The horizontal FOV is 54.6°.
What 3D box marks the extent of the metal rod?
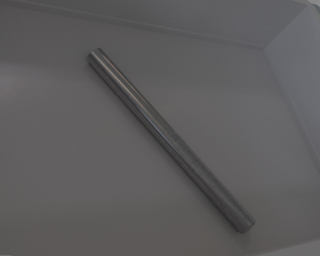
[{"bbox_3d":[0.011,0.012,0.403,0.300,0.025,0.025,48,51,6],"label":"metal rod"}]
